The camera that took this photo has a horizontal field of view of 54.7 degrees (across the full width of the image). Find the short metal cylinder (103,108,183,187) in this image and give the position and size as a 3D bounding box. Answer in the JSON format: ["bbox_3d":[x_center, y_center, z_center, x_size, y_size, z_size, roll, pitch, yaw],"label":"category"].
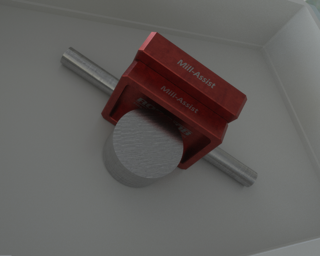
[{"bbox_3d":[-0.020,0.024,0.356,0.081,0.050,0.080,9,66,-19],"label":"short metal cylinder"}]

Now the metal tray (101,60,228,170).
[{"bbox_3d":[0.003,-0.010,0.371,0.130,0.090,0.030,34,51,-7],"label":"metal tray"}]

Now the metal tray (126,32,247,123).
[{"bbox_3d":[0.026,-0.047,0.374,0.130,0.090,0.030,34,68,-7],"label":"metal tray"}]

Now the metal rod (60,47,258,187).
[{"bbox_3d":[0.003,-0.011,0.415,0.301,0.025,0.025,34,51,-6],"label":"metal rod"}]

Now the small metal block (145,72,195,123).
[{"bbox_3d":[0.015,-0.043,0.440,0.050,0.025,0.050,35,51,-5],"label":"small metal block"}]
